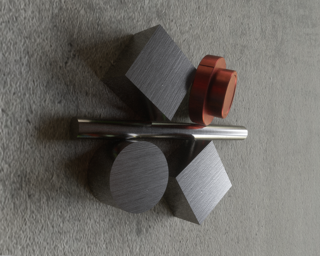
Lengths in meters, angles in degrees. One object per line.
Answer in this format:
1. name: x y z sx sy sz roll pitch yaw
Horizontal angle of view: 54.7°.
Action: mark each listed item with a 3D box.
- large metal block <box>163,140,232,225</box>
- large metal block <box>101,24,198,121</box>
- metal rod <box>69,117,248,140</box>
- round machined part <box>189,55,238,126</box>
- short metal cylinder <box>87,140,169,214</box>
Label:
1. large metal block: 0.045 0.072 0.430 0.080 0.050 0.080 -41 115 -33
2. large metal block: -0.010 -0.064 0.380 0.080 0.050 0.080 44 63 -31
3. metal rod: 0.023 0.004 0.429 0.302 0.025 0.025 2 89 -40
4. round machined part: 0.078 -0.050 0.432 0.098 0.042 0.097 15 91 -69
5. short metal cylinder: -0.037 0.054 0.361 0.081 0.050 0.079 0 90 -40
